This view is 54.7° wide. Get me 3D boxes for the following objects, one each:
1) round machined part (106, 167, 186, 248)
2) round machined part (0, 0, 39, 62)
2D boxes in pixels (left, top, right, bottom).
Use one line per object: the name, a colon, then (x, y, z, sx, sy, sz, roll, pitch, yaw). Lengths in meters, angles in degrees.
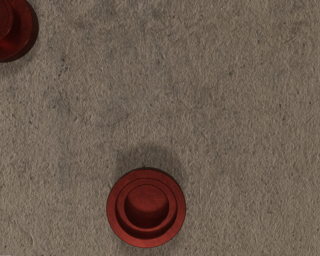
round machined part: (-0.017, 0.099, 0.401, 0.099, 0.042, 0.097, 0, 90, -1)
round machined part: (-0.214, -0.137, 0.399, 0.099, 0.042, 0.097, 0, 90, -1)
